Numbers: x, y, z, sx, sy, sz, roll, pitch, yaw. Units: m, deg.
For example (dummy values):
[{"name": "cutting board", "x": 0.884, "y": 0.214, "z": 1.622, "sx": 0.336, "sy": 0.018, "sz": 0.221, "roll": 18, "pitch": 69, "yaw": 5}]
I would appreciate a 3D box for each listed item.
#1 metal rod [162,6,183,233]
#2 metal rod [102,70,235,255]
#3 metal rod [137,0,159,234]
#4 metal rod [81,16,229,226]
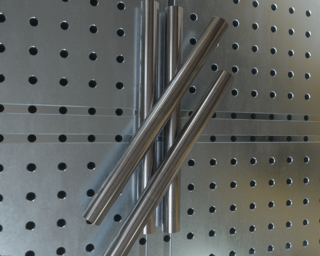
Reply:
[{"name": "metal rod", "x": 0.017, "y": -0.011, "z": 0.419, "sx": 0.025, "sy": 0.025, "sz": 0.298, "roll": 1, "pitch": 90, "yaw": -20}, {"name": "metal rod", "x": 0.010, "y": 0.053, "z": 0.389, "sx": 0.025, "sy": 0.025, "sz": 0.300, "roll": 36, "pitch": 78, "yaw": -17}, {"name": "metal rod", "x": -0.016, "y": -0.014, "z": 0.407, "sx": 0.025, "sy": 0.025, "sz": 0.298, "roll": 1, "pitch": 90, "yaw": -20}, {"name": "metal rod", "x": 0.000, "y": -0.017, "z": 0.387, "sx": 0.025, "sy": 0.025, "sz": 0.300, "roll": 37, "pitch": 78, "yaw": -17}]
